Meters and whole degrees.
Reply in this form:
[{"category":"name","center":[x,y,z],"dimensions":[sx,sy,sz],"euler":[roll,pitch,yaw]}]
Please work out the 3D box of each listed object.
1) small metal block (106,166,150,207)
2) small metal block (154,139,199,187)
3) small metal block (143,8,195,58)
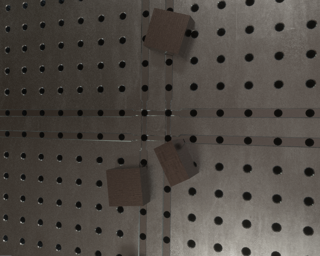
[{"category":"small metal block","center":[-0.044,0.080,0.427],"dimensions":[0.050,0.025,0.050],"euler":[-6,88,19]},{"category":"small metal block","center":[0.022,0.042,0.391],"dimensions":[0.025,0.050,0.050],"euler":[-28,81,18]},{"category":"small metal block","center":[0.012,-0.125,0.408],"dimensions":[0.050,0.025,0.050],"euler":[19,96,18]}]
